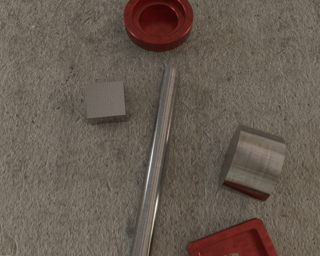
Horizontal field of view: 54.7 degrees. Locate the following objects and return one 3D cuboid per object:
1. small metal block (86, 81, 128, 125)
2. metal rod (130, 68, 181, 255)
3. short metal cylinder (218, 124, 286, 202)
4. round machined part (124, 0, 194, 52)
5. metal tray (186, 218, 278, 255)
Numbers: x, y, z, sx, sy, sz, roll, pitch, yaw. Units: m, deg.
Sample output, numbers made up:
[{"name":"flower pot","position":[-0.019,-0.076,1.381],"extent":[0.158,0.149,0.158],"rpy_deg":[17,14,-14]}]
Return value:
[{"name":"small metal block","position":[-0.072,-0.034,0.420],"extent":[0.050,0.025,0.050],"rpy_deg":[-6,70,-2]},{"name":"metal rod","position":[-0.007,0.061,0.385],"extent":[0.025,0.025,0.299],"rpy_deg":[9,70,3]},{"name":"short metal cylinder","position":[0.106,0.041,0.365],"extent":[0.050,0.080,0.080],"rpy_deg":[18,71,6]},{"name":"round machined part","position":[-0.002,-0.153,0.455],"extent":[0.099,0.042,0.098],"rpy_deg":[0,70,0]},{"name":"metal tray","position":[0.094,0.177,0.341],"extent":[0.091,0.030,0.130],"rpy_deg":[-19,71,-7]}]
